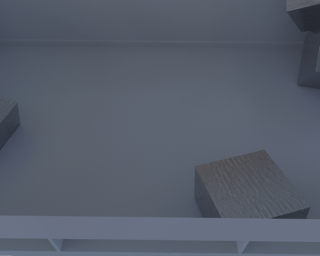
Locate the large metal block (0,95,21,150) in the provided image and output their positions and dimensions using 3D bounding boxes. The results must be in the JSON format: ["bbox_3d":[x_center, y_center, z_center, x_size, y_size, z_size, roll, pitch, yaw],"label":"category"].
[{"bbox_3d":[-0.233,-0.005,0.377,0.080,0.050,0.080,24,52,-3],"label":"large metal block"}]

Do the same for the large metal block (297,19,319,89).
[{"bbox_3d":[0.238,-0.104,0.437,0.050,0.080,0.080,11,86,9],"label":"large metal block"}]

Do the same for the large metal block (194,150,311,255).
[{"bbox_3d":[0.087,0.075,0.316,0.081,0.050,0.080,-12,39,-10],"label":"large metal block"}]

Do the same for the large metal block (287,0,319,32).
[{"bbox_3d":[0.223,-0.174,0.415,0.080,0.080,0.050,-2,84,37],"label":"large metal block"}]
